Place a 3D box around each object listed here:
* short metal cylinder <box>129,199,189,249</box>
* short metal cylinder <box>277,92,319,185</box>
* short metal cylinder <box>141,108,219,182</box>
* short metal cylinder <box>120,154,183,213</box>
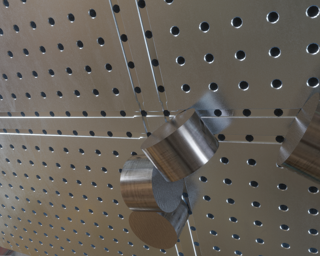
[{"bbox_3d":[-0.001,0.140,0.482,0.080,0.050,0.079,13,124,21],"label":"short metal cylinder"},{"bbox_3d":[0.157,0.012,0.301,0.050,0.080,0.079,27,128,11],"label":"short metal cylinder"},{"bbox_3d":[0.024,0.020,0.376,0.080,0.080,0.050,-29,102,37],"label":"short metal cylinder"},{"bbox_3d":[-0.009,0.075,0.427,0.050,0.080,0.080,-9,114,32],"label":"short metal cylinder"}]
